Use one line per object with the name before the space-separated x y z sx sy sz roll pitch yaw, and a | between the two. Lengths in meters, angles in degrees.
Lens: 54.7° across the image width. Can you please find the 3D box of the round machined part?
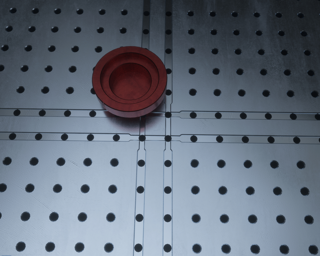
round machined part | -0.040 -0.059 0.424 0.099 0.042 0.098 0 70 -1
